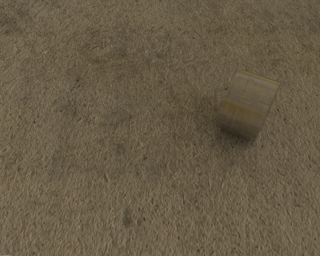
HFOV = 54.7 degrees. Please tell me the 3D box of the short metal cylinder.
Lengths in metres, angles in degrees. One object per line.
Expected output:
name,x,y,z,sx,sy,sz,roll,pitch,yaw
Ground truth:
short metal cylinder,0.112,-0.028,0.392,0.050,0.080,0.080,24,54,18
